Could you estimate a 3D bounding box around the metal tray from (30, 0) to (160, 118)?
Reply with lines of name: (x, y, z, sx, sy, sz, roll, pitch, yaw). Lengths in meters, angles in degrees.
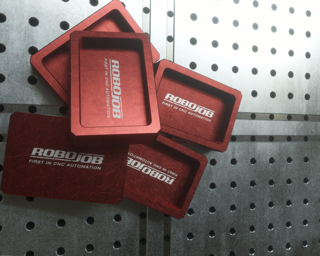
metal tray: (-0.077, -0.083, 0.380, 0.130, 0.030, 0.090, -41, 102, -15)

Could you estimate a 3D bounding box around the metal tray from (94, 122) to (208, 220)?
metal tray: (-0.012, 0.053, 0.404, 0.131, 0.030, 0.090, 27, 82, -18)

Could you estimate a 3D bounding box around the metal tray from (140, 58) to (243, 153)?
metal tray: (0.041, -0.028, 0.423, 0.131, 0.030, 0.090, 19, 84, -19)

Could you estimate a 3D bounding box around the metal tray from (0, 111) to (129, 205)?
metal tray: (-0.103, 0.034, 0.354, 0.131, 0.030, 0.090, 7, 88, -6)

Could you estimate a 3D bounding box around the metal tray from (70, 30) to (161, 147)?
metal tray: (-0.052, -0.046, 0.345, 0.091, 0.030, 0.130, -2, 67, -13)
